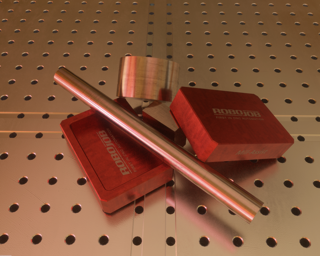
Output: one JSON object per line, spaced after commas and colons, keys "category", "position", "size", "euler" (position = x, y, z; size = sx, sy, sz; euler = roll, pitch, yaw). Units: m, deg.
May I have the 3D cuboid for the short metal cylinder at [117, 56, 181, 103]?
{"category": "short metal cylinder", "position": [-0.015, -0.062, 0.411], "size": [0.080, 0.080, 0.050], "euler": [6, 92, 5]}

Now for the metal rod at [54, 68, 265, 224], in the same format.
{"category": "metal rod", "position": [-0.020, 0.006, 0.359], "size": [0.300, 0.025, 0.025], "euler": [34, 58, 25]}

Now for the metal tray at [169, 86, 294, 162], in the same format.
{"category": "metal tray", "position": [0.087, -0.005, 0.371], "size": [0.131, 0.030, 0.090], "euler": [1, 45, -32]}

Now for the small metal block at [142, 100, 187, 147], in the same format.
{"category": "small metal block", "position": [0.006, 0.000, 0.385], "size": [0.050, 0.050, 0.025], "euler": [33, 58, 25]}

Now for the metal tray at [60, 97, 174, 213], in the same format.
{"category": "metal tray", "position": [-0.054, 0.026, 0.377], "size": [0.091, 0.030, 0.130], "euler": [-25, 55, -20]}
